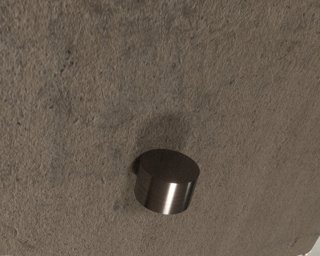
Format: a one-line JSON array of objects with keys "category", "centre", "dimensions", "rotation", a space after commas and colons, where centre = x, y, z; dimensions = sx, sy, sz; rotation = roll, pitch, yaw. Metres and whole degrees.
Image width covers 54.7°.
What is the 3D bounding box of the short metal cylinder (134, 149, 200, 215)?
[{"category": "short metal cylinder", "centre": [0.009, 0.071, 0.422], "dimensions": [0.081, 0.080, 0.050], "rotation": [-2, 120, -28]}]
